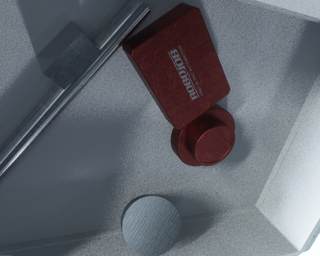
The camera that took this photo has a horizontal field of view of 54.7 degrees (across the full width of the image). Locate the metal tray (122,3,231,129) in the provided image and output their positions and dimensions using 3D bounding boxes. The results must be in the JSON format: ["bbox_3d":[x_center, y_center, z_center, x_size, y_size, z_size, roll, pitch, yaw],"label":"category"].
[{"bbox_3d":[0.026,-0.070,0.378,0.090,0.030,0.130,-36,130,-4],"label":"metal tray"}]

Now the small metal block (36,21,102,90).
[{"bbox_3d":[-0.090,-0.072,0.300,0.050,0.050,0.025,-45,130,3],"label":"small metal block"}]

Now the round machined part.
[{"bbox_3d":[0.069,0.016,0.447,0.099,0.042,0.097,-14,125,-21],"label":"round machined part"}]

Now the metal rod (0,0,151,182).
[{"bbox_3d":[-0.120,-0.019,0.331,0.300,0.025,0.025,-47,130,5],"label":"metal rod"}]

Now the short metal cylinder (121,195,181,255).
[{"bbox_3d":[-0.015,0.137,0.445,0.081,0.050,0.080,2,80,-10],"label":"short metal cylinder"}]
